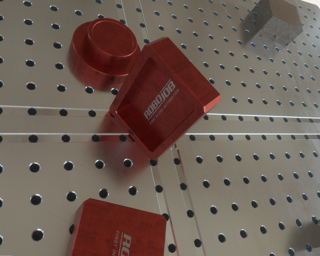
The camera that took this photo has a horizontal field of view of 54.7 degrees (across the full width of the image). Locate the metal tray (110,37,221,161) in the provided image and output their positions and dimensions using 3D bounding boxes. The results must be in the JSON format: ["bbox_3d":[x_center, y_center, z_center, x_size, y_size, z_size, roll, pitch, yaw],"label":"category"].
[{"bbox_3d":[-0.002,-0.027,0.356,0.090,0.129,0.030,49,51,6],"label":"metal tray"}]

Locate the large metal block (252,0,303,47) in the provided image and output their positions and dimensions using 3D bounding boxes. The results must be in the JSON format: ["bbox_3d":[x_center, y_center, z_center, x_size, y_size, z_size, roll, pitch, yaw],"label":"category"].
[{"bbox_3d":[0.253,-0.234,0.671,0.081,0.050,0.080,16,55,-19],"label":"large metal block"}]

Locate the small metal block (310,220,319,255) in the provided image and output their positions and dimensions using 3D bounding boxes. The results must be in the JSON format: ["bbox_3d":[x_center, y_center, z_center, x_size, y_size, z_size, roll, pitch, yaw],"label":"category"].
[{"bbox_3d":[0.242,0.151,0.430,0.025,0.050,0.050,40,51,-2],"label":"small metal block"}]

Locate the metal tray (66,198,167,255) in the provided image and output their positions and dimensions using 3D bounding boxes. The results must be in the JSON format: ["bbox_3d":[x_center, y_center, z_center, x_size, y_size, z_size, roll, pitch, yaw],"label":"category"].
[{"bbox_3d":[-0.045,0.142,0.294,0.091,0.030,0.130,19,54,-18],"label":"metal tray"}]

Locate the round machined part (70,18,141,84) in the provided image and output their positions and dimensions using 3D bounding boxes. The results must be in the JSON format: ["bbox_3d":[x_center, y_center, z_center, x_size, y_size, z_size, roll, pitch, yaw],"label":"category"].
[{"bbox_3d":[-0.071,-0.112,0.427,0.099,0.042,0.098,14,56,-21],"label":"round machined part"}]
